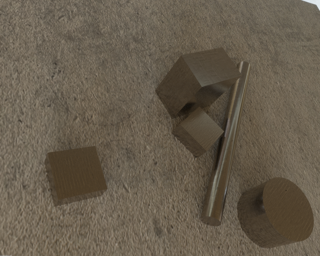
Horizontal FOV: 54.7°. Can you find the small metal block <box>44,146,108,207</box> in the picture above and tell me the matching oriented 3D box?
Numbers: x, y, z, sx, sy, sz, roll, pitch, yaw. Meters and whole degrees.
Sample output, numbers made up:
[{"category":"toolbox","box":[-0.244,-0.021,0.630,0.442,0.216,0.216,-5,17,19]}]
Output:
[{"category":"small metal block","box":[-0.089,0.050,0.326,0.050,0.025,0.050,-7,65,-32]}]

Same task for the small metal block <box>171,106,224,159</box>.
[{"category":"small metal block","box":[0.053,0.006,0.431,0.050,0.025,0.050,46,51,3]}]

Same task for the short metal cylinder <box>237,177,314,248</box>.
[{"category":"short metal cylinder","box":[0.149,0.111,0.403,0.081,0.050,0.080,14,56,-21]}]

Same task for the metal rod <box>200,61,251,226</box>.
[{"category":"metal rod","box":[0.105,0.001,0.461,0.025,0.025,0.300,30,52,-10]}]

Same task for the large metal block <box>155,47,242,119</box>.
[{"category":"large metal block","box":[0.053,-0.063,0.437,0.081,0.080,0.050,-20,73,-36]}]
